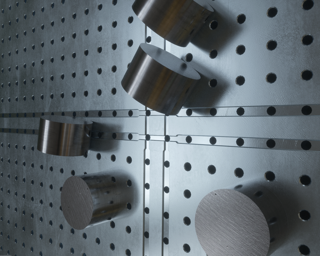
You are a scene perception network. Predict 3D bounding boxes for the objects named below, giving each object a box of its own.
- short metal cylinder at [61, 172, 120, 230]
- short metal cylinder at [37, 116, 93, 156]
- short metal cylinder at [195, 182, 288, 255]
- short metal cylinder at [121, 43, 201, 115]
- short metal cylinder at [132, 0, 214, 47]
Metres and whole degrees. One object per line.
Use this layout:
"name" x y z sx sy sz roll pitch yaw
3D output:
"short metal cylinder" -0.109 0.111 0.480 0.080 0.050 0.079 0 90 39
"short metal cylinder" -0.151 0.011 0.496 0.080 0.081 0.050 15 99 39
"short metal cylinder" 0.084 0.100 0.323 0.080 0.050 0.079 0 90 39
"short metal cylinder" 0.001 -0.059 0.371 0.080 0.081 0.050 45 117 30
"short metal cylinder" 0.015 -0.140 0.360 0.050 0.081 0.080 -50 61 28
